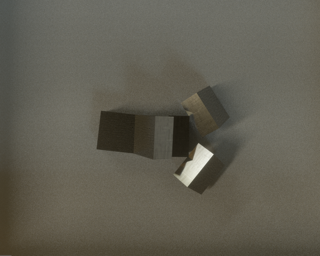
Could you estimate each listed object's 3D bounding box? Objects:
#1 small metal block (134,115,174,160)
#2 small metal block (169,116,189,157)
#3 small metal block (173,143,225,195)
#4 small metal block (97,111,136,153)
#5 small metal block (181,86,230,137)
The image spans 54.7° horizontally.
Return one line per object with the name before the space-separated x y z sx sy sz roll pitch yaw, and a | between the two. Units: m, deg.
small metal block | -0.009 0.010 0.379 0.025 0.050 0.050 1 93 -32
small metal block | 0.022 0.010 0.398 0.025 0.050 0.050 1 90 0
small metal block | 0.051 0.053 0.395 0.025 0.050 0.050 38 89 35
small metal block | -0.053 0.005 0.408 0.050 0.025 0.050 7 90 -1
small metal block | 0.059 -0.022 0.395 0.025 0.050 0.050 -32 91 32
